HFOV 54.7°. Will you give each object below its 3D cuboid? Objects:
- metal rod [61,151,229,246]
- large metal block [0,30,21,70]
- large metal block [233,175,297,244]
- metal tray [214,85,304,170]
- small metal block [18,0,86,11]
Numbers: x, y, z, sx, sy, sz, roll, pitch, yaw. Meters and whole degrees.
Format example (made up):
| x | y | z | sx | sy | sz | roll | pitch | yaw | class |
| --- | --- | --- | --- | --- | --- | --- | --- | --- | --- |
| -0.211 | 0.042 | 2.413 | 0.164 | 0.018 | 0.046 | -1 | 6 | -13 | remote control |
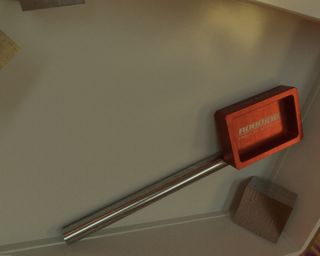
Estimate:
| x | y | z | sx | sy | sz | roll | pitch | yaw | class |
| --- | --- | --- | --- | --- | --- | --- | --- | --- | --- |
| 0.002 | 0.094 | 0.469 | 0.302 | 0.025 | 0.025 | -24 | 127 | -14 | metal rod |
| -0.167 | -0.051 | 0.235 | 0.080 | 0.080 | 0.050 | -55 | 132 | -17 | large metal block |
| 0.189 | 0.145 | 0.558 | 0.050 | 0.080 | 0.079 | -27 | 135 | -56 | large metal block |
| 0.154 | -0.003 | 0.474 | 0.131 | 0.030 | 0.089 | -22 | 110 | -16 | metal tray |
| -0.097 | -0.121 | 0.265 | 0.050 | 0.050 | 0.025 | -16 | 125 | -20 | small metal block |
